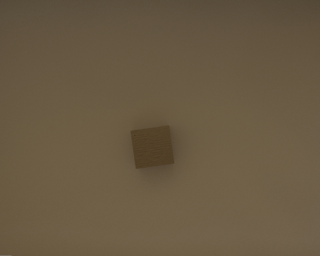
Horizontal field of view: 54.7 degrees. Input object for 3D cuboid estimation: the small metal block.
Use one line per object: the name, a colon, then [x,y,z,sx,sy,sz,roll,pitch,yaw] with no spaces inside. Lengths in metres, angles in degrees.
small metal block: [-0.010,0.025,0.411,0.050,0.025,0.050,-8,90,-1]
